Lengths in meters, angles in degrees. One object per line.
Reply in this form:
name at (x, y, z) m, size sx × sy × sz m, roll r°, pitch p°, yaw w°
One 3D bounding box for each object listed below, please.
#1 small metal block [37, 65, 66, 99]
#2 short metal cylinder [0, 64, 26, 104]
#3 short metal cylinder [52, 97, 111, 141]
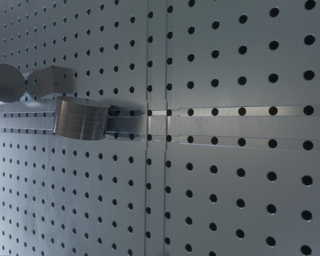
small metal block at (-0.202, -0.084, 0.576) m, size 0.050 × 0.025 × 0.050 m, roll -10°, pitch 84°, yaw 39°
short metal cylinder at (-0.332, -0.090, 0.647) m, size 0.050 × 0.081 × 0.080 m, roll -4°, pitch 88°, yaw 40°
short metal cylinder at (-0.119, -0.016, 0.472) m, size 0.080 × 0.081 × 0.050 m, roll 19°, pitch 102°, yaw 38°
